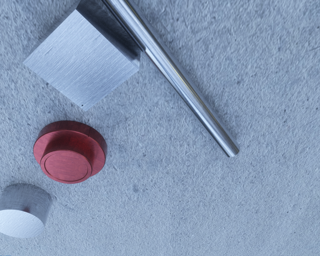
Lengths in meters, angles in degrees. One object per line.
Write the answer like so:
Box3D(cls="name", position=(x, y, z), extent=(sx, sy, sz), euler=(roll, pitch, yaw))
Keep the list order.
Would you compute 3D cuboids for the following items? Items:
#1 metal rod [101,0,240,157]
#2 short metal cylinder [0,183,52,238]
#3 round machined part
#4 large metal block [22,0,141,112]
Box3D(cls="metal rod", position=(0.016, -0.062, 0.354), extent=(0.025, 0.025, 0.300), euler=(-28, 125, 21))
Box3D(cls="short metal cylinder", position=(-0.223, 0.135, 0.502), extent=(0.081, 0.050, 0.079), euler=(0, 130, 0))
Box3D(cls="round machined part", position=(-0.125, 0.040, 0.428), extent=(0.099, 0.042, 0.097), euler=(-1, 130, 0))
Box3D(cls="large metal block", position=(-0.078, -0.077, 0.324), extent=(0.080, 0.050, 0.080), euler=(-33, 123, 25))
